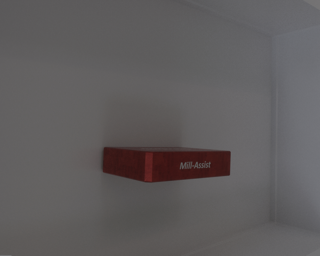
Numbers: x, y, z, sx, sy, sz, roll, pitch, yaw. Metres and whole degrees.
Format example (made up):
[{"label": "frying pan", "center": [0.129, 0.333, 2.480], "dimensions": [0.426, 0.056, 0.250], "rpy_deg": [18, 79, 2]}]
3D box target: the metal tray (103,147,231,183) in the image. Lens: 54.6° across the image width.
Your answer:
[{"label": "metal tray", "center": [0.010, 0.040, 0.371], "dimensions": [0.131, 0.090, 0.030], "rpy_deg": [3, 88, -40]}]
